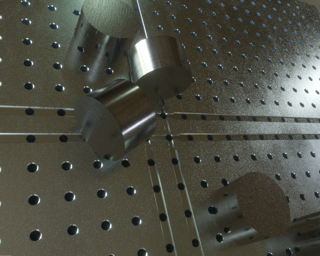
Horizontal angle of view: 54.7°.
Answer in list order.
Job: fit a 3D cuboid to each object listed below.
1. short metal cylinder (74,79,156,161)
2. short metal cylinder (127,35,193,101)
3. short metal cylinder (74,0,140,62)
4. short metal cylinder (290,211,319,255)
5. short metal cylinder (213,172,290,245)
[{"bbox_3d":[-0.051,-0.010,0.352,0.080,0.080,0.050,49,51,6],"label":"short metal cylinder"},{"bbox_3d":[-0.001,-0.079,0.422,0.081,0.080,0.050,0,62,-29],"label":"short metal cylinder"},{"bbox_3d":[-0.075,-0.141,0.439,0.081,0.050,0.080,14,56,-21],"label":"short metal cylinder"},{"bbox_3d":[0.228,0.155,0.423,0.081,0.050,0.080,14,56,-21],"label":"short metal cylinder"},{"bbox_3d":[0.116,0.102,0.394,0.081,0.050,0.080,14,56,-21],"label":"short metal cylinder"}]
